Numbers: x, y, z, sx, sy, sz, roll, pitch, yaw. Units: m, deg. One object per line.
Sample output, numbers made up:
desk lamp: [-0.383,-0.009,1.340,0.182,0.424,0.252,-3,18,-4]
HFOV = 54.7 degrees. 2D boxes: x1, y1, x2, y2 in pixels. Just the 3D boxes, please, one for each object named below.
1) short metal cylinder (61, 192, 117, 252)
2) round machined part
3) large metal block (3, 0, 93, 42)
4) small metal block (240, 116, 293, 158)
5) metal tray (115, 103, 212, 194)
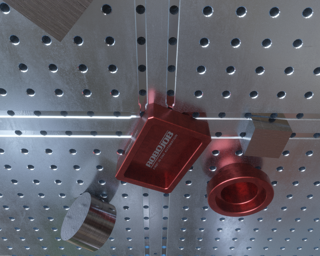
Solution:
short metal cylinder: [-0.116,0.152,0.504,0.050,0.080,0.080,36,121,-27]
round machined part: [0.121,0.092,0.480,0.099,0.042,0.097,0,130,0]
large metal block: [-0.096,-0.140,0.275,0.080,0.050,0.080,35,122,-26]
small metal block: [0.144,0.014,0.425,0.050,0.025,0.050,5,130,-5]
metal tray: [0.001,0.034,0.437,0.091,0.030,0.129,19,128,-16]
